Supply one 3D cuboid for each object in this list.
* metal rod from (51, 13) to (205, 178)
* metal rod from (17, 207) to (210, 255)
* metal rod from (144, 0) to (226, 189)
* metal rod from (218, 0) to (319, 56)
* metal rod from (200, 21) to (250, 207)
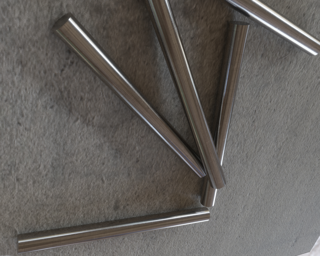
[{"bbox_3d":[-0.014,-0.017,0.389,0.025,0.025,0.300,-43,130,1],"label":"metal rod"},{"bbox_3d":[-0.052,0.151,0.473,0.303,0.025,0.025,0,118,-29],"label":"metal rod"},{"bbox_3d":[0.040,-0.030,0.395,0.025,0.025,0.299,-30,124,-10],"label":"metal rod"},{"bbox_3d":[0.109,-0.148,0.376,0.302,0.025,0.025,13,112,-34],"label":"metal rod"},{"bbox_3d":[0.090,-0.001,0.457,0.025,0.025,0.298,-11,123,-23],"label":"metal rod"}]
